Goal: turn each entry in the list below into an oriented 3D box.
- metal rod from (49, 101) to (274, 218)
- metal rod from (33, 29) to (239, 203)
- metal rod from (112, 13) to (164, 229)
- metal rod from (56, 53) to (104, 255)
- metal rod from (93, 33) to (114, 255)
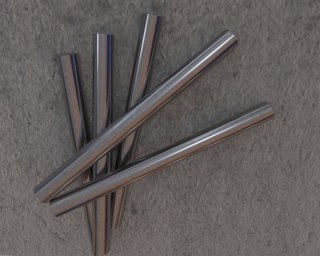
[{"bbox_3d":[0.005,0.039,0.396,0.301,0.025,0.025,-24,109,-3],"label":"metal rod"},{"bbox_3d":[-0.030,-0.013,0.376,0.300,0.025,0.025,-39,106,2],"label":"metal rod"},{"bbox_3d":[-0.039,0.005,0.411,0.025,0.025,0.298,11,110,-5],"label":"metal rod"},{"bbox_3d":[-0.103,0.050,0.426,0.025,0.025,0.298,-4,110,1],"label":"metal rod"},{"bbox_3d":[-0.076,0.032,0.407,0.025,0.025,0.298,3,105,-2],"label":"metal rod"}]
